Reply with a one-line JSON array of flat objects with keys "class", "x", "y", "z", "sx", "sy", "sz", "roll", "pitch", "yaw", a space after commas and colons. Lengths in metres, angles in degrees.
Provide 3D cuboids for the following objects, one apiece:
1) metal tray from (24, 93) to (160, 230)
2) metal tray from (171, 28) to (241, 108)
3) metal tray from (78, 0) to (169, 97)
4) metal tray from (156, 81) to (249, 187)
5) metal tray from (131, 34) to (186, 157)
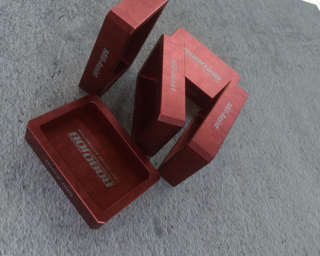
[{"class": "metal tray", "x": -0.073, "y": 0.032, "z": 0.344, "sx": 0.091, "sy": 0.030, "sz": 0.130, "roll": -33, "pitch": 80, "yaw": -38}, {"class": "metal tray", "x": 0.057, "y": -0.091, "z": 0.490, "sx": 0.130, "sy": 0.030, "sz": 0.090, "roll": 39, "pitch": 51, "yaw": -2}, {"class": "metal tray", "x": -0.047, "y": -0.101, "z": 0.376, "sx": 0.030, "sy": 0.129, "sz": 0.090, "roll": 38, "pitch": 51, "yaw": -4}, {"class": "metal tray", "x": 0.055, "y": 0.006, "z": 0.391, "sx": 0.030, "sy": 0.090, "sz": 0.131, "roll": 40, "pitch": 51, "yaw": -2}, {"class": "metal tray", "x": -0.003, "y": -0.040, "z": 0.387, "sx": 0.030, "sy": 0.090, "sz": 0.130, "roll": 16, "pitch": 55, "yaw": -20}]
